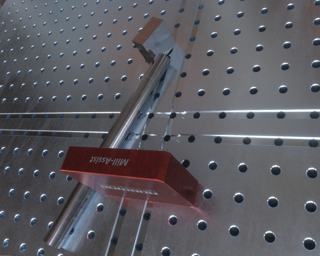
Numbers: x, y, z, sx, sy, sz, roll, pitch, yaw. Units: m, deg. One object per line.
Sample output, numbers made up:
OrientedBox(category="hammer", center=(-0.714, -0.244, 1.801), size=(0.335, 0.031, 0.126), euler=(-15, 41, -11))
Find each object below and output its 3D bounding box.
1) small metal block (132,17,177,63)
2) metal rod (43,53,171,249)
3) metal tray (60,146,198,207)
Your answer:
OrientedBox(category="small metal block", center=(-0.008, -0.133, 0.478), size=(0.025, 0.050, 0.050), euler=(32, 79, 38))
OrientedBox(category="metal rod", center=(-0.066, 0.020, 0.430), size=(0.025, 0.025, 0.300), euler=(18, 71, 35))
OrientedBox(category="metal tray", center=(-0.033, 0.055, 0.350), size=(0.130, 0.090, 0.030), euler=(1, 62, 28))
